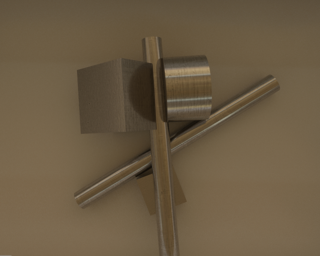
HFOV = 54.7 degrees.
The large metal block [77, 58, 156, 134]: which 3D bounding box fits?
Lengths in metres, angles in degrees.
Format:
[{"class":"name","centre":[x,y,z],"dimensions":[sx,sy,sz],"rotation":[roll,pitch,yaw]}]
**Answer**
[{"class":"large metal block","centre":[-0.054,-0.035,0.377],"dimensions":[0.080,0.050,0.079],"rotation":[-3,90,40]}]

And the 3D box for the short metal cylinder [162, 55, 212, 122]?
[{"class":"short metal cylinder","centre":[0.031,-0.048,0.382],"dimensions":[0.050,0.080,0.079],"rotation":[-4,90,-2]}]

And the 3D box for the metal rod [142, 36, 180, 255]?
[{"class":"metal rod","centre":[0.002,0.038,0.384],"dimensions":[0.025,0.025,0.298],"rotation":[-5,89,-1]}]

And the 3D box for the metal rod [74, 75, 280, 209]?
[{"class":"metal rod","centre":[0.023,0.018,0.410],"dimensions":[0.301,0.025,0.025],"rotation":[-31,90,-1]}]

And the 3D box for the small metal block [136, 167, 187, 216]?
[{"class":"small metal block","centre":[0.002,0.081,0.410],"dimensions":[0.050,0.025,0.050],"rotation":[-21,90,-1]}]
